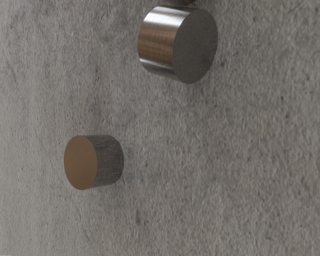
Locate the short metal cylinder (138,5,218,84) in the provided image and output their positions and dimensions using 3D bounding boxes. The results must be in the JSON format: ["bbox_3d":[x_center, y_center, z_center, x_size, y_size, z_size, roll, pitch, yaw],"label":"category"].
[{"bbox_3d":[0.021,-0.095,0.350,0.050,0.081,0.079,24,105,37],"label":"short metal cylinder"}]

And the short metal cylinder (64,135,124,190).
[{"bbox_3d":[-0.101,0.050,0.469,0.080,0.050,0.079,0,90,39],"label":"short metal cylinder"}]

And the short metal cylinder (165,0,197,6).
[{"bbox_3d":[0.018,-0.195,0.372,0.080,0.050,0.079,0,90,39],"label":"short metal cylinder"}]
